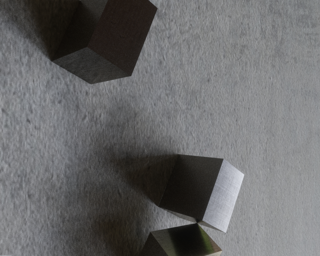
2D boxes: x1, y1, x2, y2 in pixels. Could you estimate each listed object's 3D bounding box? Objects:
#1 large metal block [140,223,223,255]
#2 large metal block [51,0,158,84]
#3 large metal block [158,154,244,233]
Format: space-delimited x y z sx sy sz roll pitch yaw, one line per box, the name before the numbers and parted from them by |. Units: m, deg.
large metal block | 0.019 0.172 0.386 0.081 0.050 0.079 5 115 -40
large metal block | -0.058 -0.096 0.321 0.050 0.080 0.080 30 71 -36
large metal block | 0.055 0.085 0.418 0.050 0.080 0.080 37 67 -35
